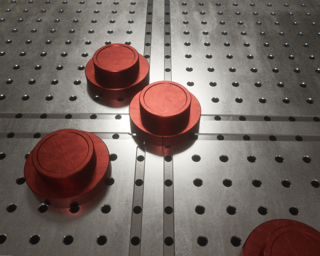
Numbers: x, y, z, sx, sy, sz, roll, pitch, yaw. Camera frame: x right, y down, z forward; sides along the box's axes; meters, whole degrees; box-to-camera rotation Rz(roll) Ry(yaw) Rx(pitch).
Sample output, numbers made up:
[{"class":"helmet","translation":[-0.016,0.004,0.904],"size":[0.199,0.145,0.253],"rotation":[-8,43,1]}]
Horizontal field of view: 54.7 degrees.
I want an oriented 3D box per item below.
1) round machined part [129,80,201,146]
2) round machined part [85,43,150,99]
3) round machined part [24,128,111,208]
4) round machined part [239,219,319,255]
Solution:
[{"class":"round machined part","translation":[0.007,-0.027,0.419],"size":[0.099,0.042,0.098],"rotation":[0,50,0]},{"class":"round machined part","translation":[-0.065,-0.093,0.474],"size":[0.099,0.042,0.098],"rotation":[0,50,0]},{"class":"round machined part","translation":[-0.109,0.039,0.362],"size":[0.099,0.042,0.098],"rotation":[0,50,0]},{"class":"round machined part","translation":[0.127,0.131,0.288],"size":[0.099,0.042,0.098],"rotation":[0,50,0]}]
